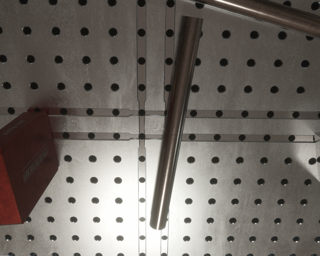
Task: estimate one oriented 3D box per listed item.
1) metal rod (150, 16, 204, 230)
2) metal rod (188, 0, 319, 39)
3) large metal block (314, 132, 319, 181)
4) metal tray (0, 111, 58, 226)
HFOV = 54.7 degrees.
[{"bbox_3d":[0.018,0.007,0.416,0.025,0.025,0.298,8,110,-3],"label":"metal rod"},{"bbox_3d":[0.128,-0.136,0.364,0.302,0.025,0.025,14,109,-6],"label":"metal rod"},{"bbox_3d":[0.250,0.051,0.406,0.050,0.080,0.080,-14,110,5],"label":"large metal block"},{"bbox_3d":[-0.163,0.041,0.370,0.030,0.130,0.089,-4,110,1],"label":"metal tray"}]
